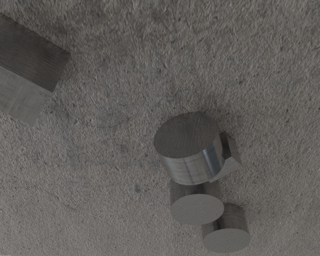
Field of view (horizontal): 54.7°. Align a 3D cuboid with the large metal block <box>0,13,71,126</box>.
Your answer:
[{"bbox_3d":[-0.148,-0.061,0.317,0.080,0.080,0.050,29,124,-23],"label":"large metal block"}]

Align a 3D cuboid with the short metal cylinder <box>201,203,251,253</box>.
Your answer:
[{"bbox_3d":[0.113,0.175,0.541,0.081,0.050,0.079,0,130,0],"label":"short metal cylinder"}]

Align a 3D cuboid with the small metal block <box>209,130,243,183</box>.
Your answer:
[{"bbox_3d":[0.080,0.039,0.425,0.050,0.050,0.025,-34,123,25],"label":"small metal block"}]

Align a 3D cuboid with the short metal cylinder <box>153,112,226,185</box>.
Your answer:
[{"bbox_3d":[0.038,0.025,0.393,0.080,0.080,0.050,-14,129,12],"label":"short metal cylinder"}]

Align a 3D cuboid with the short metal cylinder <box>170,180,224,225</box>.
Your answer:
[{"bbox_3d":[0.056,0.107,0.483,0.081,0.050,0.079,0,130,0],"label":"short metal cylinder"}]
